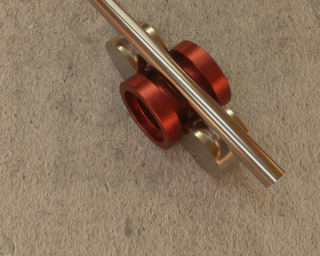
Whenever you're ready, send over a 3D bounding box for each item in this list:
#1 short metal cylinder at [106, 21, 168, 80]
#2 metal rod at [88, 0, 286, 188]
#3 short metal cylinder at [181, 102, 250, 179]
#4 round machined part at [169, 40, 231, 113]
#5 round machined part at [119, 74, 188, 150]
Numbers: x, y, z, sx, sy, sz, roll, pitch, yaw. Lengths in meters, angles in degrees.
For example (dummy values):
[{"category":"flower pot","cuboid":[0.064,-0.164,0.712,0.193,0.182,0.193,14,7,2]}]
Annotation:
[{"category":"short metal cylinder","cuboid":[-0.028,-0.094,0.414,0.050,0.080,0.080,-37,75,-13]},{"category":"metal rod","cuboid":[0.018,-0.056,0.346,0.025,0.025,0.300,-38,75,-13]},{"category":"short metal cylinder","cuboid":[0.065,0.014,0.375,0.050,0.080,0.080,-37,75,-13]},{"category":"round machined part","cuboid":[0.040,-0.057,0.392,0.042,0.098,0.098,-39,75,-8]},{"category":"round machined part","cuboid":[-0.003,-0.025,0.378,0.042,0.098,0.098,-37,74,-16]}]
